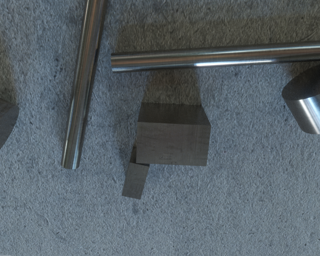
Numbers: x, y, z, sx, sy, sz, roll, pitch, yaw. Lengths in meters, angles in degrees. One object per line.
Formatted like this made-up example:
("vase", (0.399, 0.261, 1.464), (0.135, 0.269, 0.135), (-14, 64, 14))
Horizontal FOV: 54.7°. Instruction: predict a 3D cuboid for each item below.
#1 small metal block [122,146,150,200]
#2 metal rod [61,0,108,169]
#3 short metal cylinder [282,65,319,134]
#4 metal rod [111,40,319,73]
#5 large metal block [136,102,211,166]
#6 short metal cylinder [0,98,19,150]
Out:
("small metal block", (-0.032, 0.060, 0.418), (0.025, 0.050, 0.050), (14, 110, -5))
("metal rod", (-0.088, -0.085, 0.377), (0.025, 0.025, 0.298), (13, 110, -5))
("short metal cylinder", (0.195, -0.037, 0.369), (0.080, 0.080, 0.050), (-33, 107, 11))
("metal rod", (0.093, -0.088, 0.378), (0.302, 0.025, 0.025), (-3, 110, 1))
("large metal block", (0.014, 0.005, 0.382), (0.081, 0.080, 0.050), (3, 110, -1))
("short metal cylinder", (-0.217, -0.003, 0.377), (0.050, 0.080, 0.080), (27, 108, -10))
